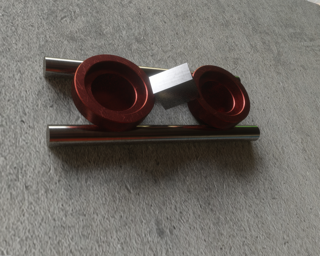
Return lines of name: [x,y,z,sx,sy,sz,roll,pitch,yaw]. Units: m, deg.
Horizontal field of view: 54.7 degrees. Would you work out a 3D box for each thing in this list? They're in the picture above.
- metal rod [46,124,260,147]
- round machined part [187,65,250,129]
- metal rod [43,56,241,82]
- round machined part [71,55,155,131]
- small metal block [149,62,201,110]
metal rod: [0.012,0.008,0.406,0.303,0.025,0.025,0,62,-28]
round machined part: [0.079,-0.041,0.455,0.099,0.042,0.098,14,56,-21]
metal rod: [-0.007,-0.075,0.446,0.303,0.025,0.025,0,62,-28]
round machined part: [-0.059,-0.039,0.380,0.099,0.042,0.098,14,56,-21]
small metal block: [0.020,-0.052,0.398,0.050,0.050,0.025,-20,64,11]
